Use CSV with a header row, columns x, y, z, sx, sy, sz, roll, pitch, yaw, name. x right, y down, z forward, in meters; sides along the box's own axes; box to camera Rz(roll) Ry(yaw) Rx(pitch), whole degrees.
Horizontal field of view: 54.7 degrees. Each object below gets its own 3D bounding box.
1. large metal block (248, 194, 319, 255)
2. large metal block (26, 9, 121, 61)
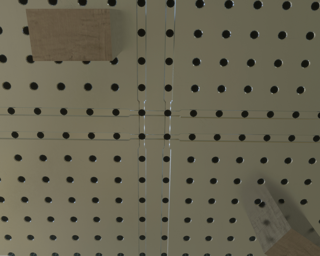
x,y,z,sx,sy,sz,roll,pitch,yaw,name
0.183,0.154,0.443,0.080,0.080,0.050,35,106,-12,large metal block
-0.089,-0.105,0.344,0.081,0.080,0.050,0,110,0,large metal block
